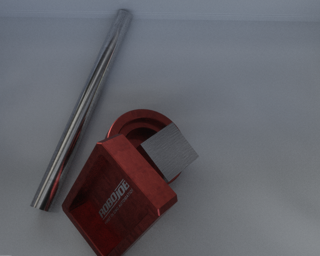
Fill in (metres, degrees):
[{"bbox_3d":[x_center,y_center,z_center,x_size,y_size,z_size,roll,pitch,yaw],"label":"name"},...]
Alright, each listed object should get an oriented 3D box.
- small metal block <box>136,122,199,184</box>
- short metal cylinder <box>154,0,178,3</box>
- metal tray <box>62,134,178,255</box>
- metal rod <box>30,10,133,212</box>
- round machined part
[{"bbox_3d":[0.007,0.029,0.352,0.050,0.025,0.050,-35,85,-31],"label":"small metal block"},{"bbox_3d":[0.009,-0.248,0.489,0.081,0.050,0.080,0,70,0],"label":"short metal cylinder"},{"bbox_3d":[-0.050,0.080,0.329,0.090,0.129,0.030,47,38,14],"label":"metal tray"},{"bbox_3d":[-0.099,-0.036,0.421,0.025,0.025,0.299,17,71,5],"label":"metal rod"},{"bbox_3d":[-0.021,0.029,0.378,0.099,0.042,0.098,9,65,-20],"label":"round machined part"}]
